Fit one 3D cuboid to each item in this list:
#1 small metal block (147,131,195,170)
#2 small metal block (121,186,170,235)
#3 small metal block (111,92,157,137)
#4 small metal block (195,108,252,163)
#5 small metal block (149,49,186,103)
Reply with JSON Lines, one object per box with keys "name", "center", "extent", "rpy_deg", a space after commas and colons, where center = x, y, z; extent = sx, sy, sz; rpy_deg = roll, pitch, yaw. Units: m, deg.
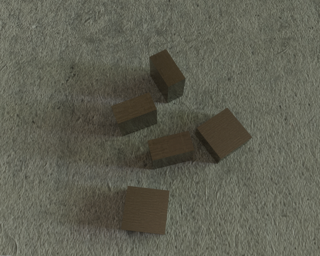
{"name": "small metal block", "center": [0.013, 0.029, 0.384], "extent": [0.050, 0.050, 0.025], "rpy_deg": [-13, 71, -5]}
{"name": "small metal block", "center": [-0.016, 0.099, 0.372], "extent": [0.050, 0.025, 0.050], "rpy_deg": [6, 70, 2]}
{"name": "small metal block", "center": [-0.032, -0.016, 0.400], "extent": [0.050, 0.050, 0.025], "rpy_deg": [-21, 72, -7]}
{"name": "small metal block", "center": [0.082, 0.010, 0.405], "extent": [0.050, 0.025, 0.050], "rpy_deg": [-33, 73, -11]}
{"name": "small metal block", "center": [0.009, -0.069, 0.420], "extent": [0.025, 0.050, 0.050], "rpy_deg": [-28, 73, -9]}
